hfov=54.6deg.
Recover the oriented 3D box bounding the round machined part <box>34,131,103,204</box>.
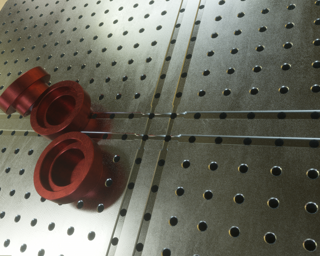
[{"bbox_3d":[-0.120,0.057,0.427,0.098,0.042,0.098,-13,56,21],"label":"round machined part"}]

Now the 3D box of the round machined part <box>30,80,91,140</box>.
[{"bbox_3d":[-0.151,-0.024,0.491,0.098,0.042,0.098,-11,58,19],"label":"round machined part"}]

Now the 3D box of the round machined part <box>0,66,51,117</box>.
[{"bbox_3d":[-0.223,-0.056,0.529,0.098,0.042,0.098,-43,9,9],"label":"round machined part"}]
